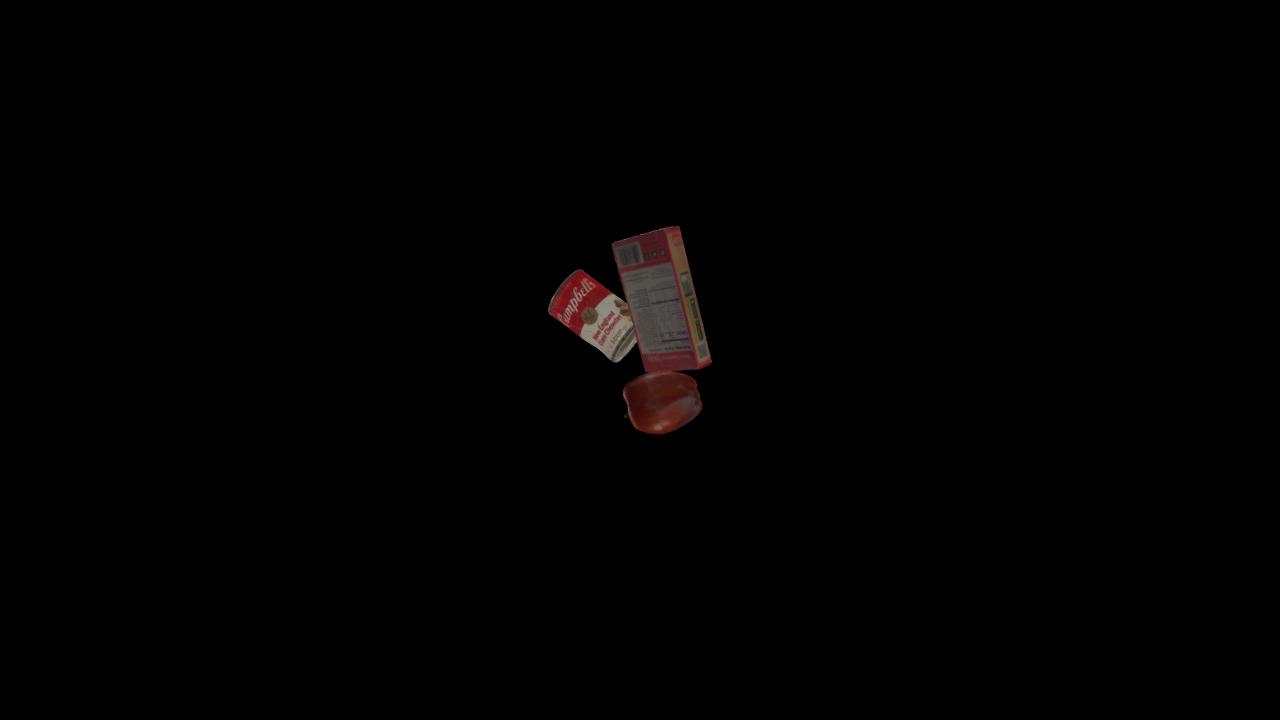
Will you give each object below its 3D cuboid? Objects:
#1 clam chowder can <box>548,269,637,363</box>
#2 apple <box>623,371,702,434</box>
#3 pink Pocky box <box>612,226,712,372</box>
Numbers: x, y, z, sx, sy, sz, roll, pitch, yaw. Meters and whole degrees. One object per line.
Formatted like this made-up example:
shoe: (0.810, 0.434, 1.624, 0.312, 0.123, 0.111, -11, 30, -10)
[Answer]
clam chowder can: (-0.050, -0.052, 0.739, 0.102, 0.068, 0.068, 37, 6, 8)
apple: (0.024, 0.050, 0.722, 0.093, 0.079, 0.079, -17, -2, 6)
pink Pocky box: (0.024, -0.064, 0.681, 0.084, 0.155, 0.029, -4, 14, 46)
